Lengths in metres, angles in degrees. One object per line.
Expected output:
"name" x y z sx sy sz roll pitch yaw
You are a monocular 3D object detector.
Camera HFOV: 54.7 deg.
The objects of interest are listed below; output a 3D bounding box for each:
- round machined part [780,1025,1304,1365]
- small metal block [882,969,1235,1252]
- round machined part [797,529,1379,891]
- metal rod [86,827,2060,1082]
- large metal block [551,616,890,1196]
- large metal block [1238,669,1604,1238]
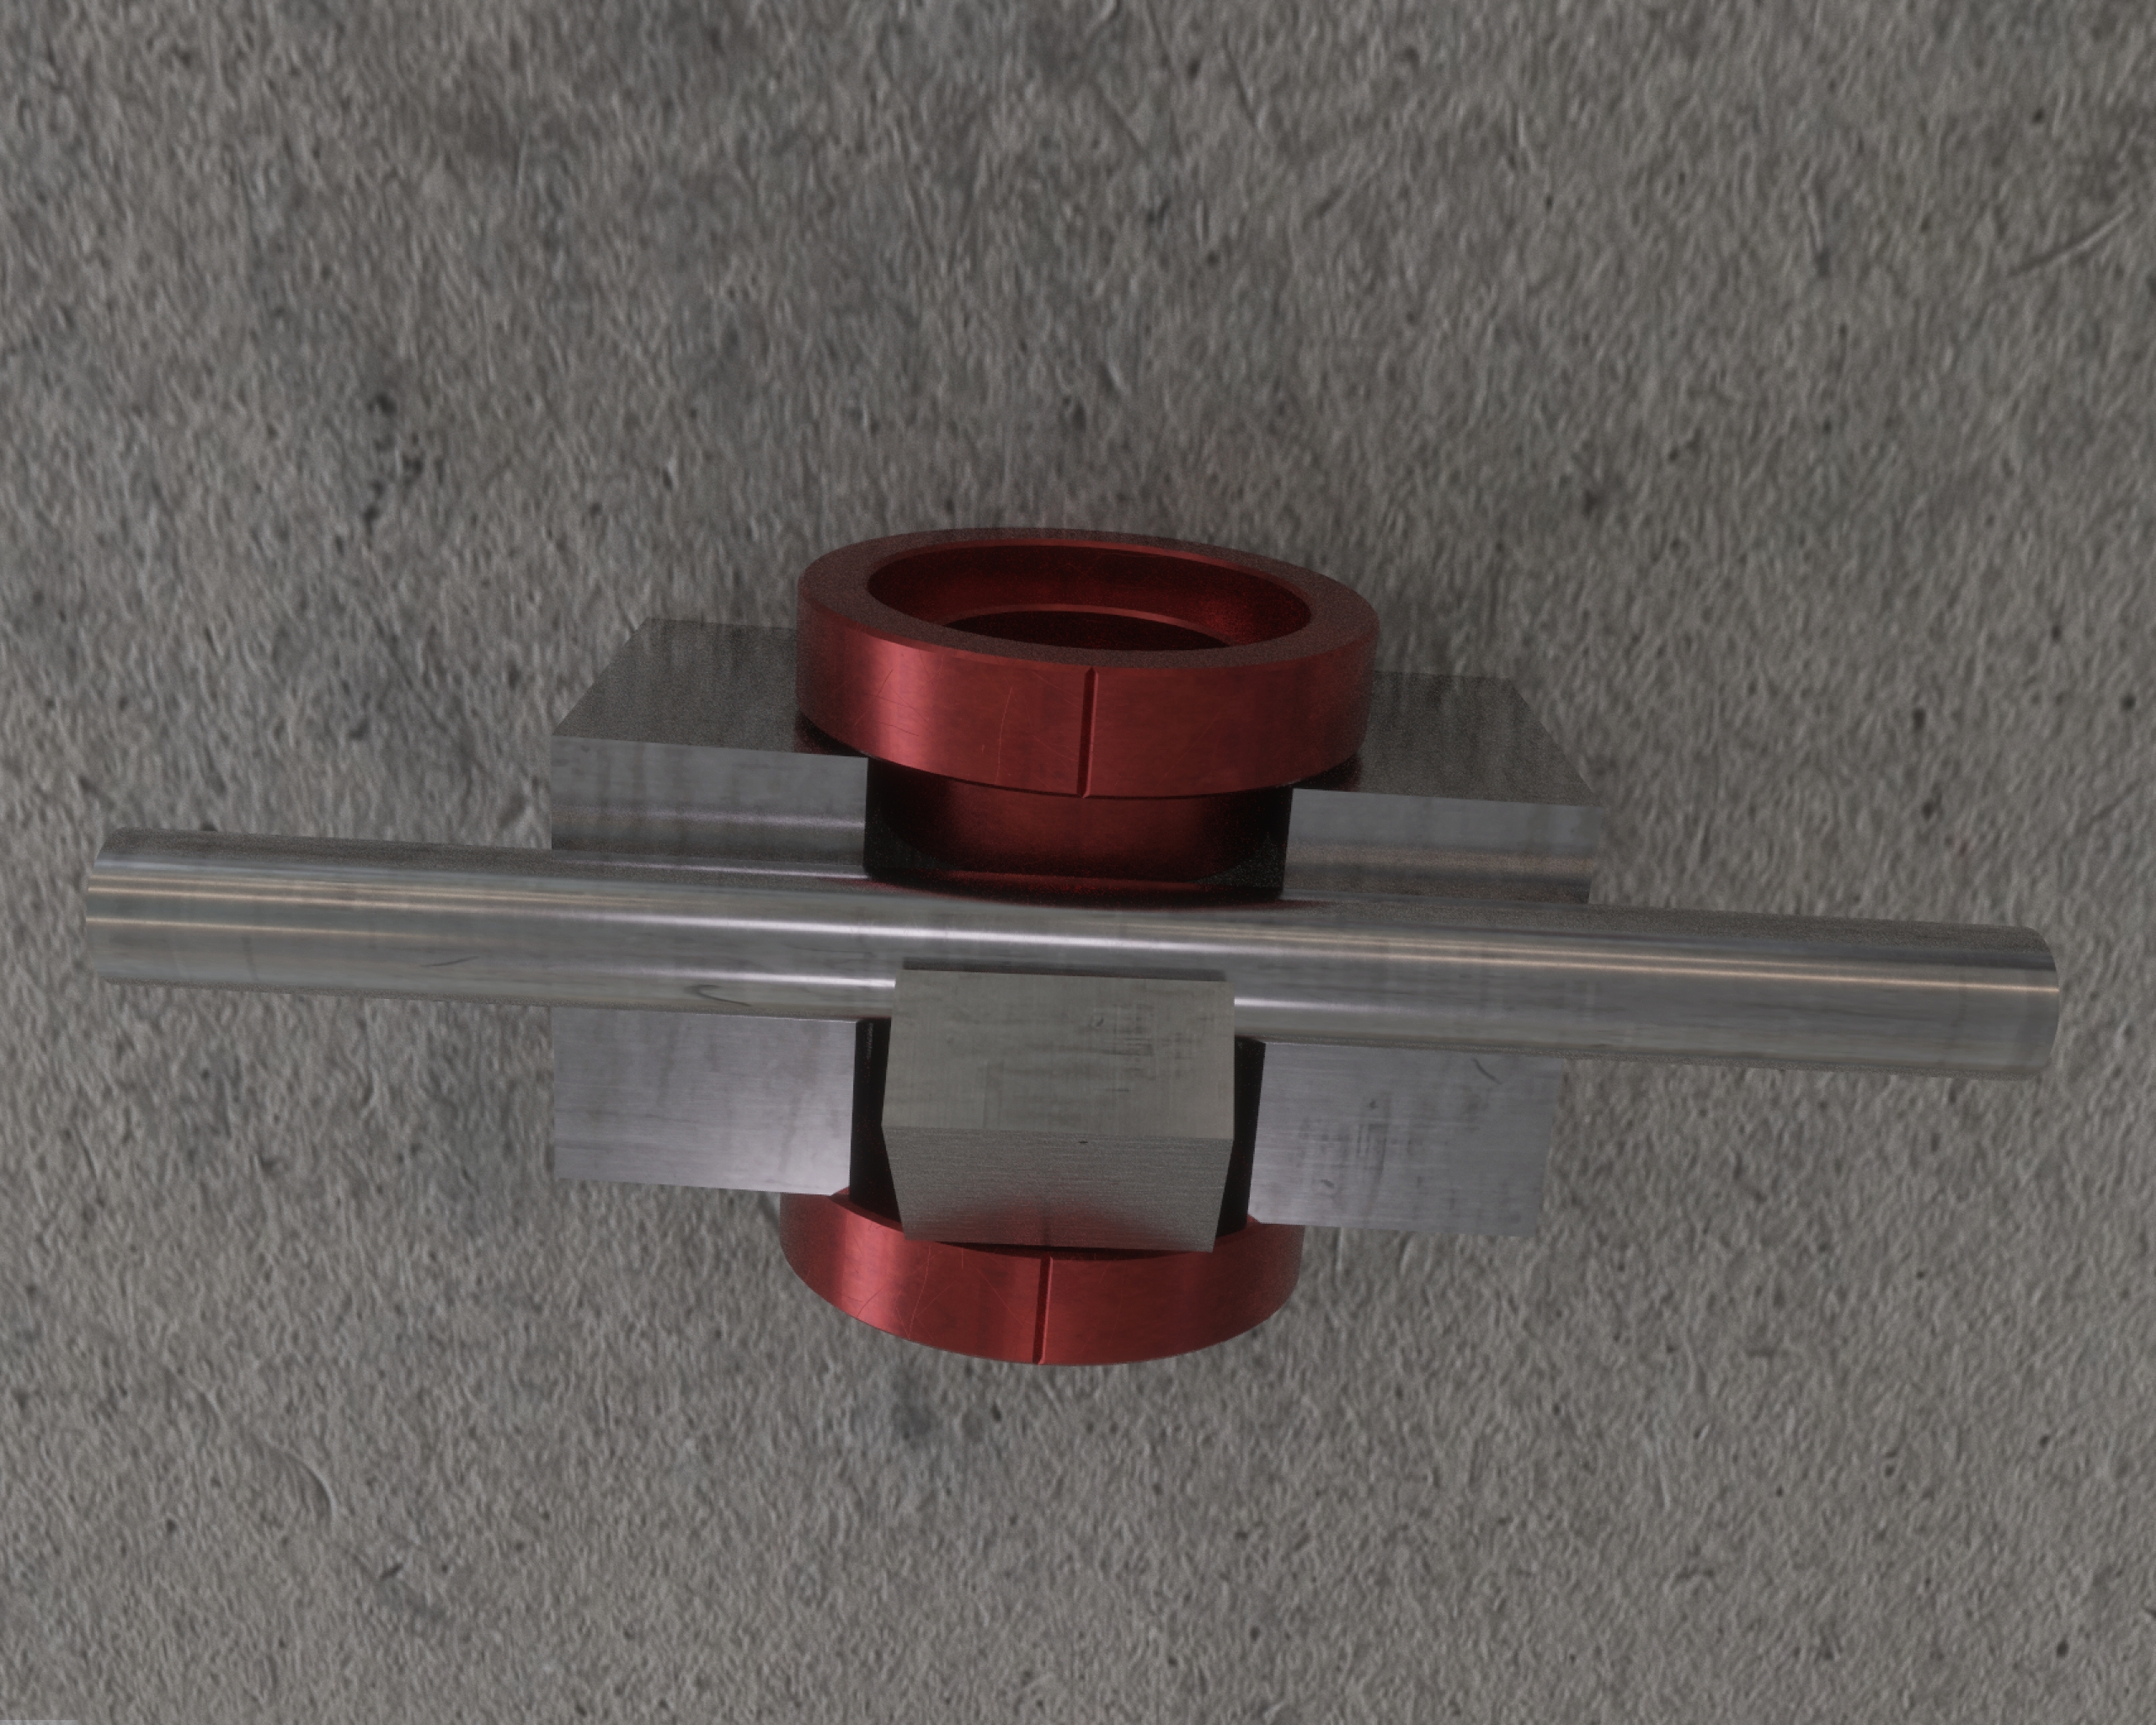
"round machined part" -0.005 0.051 0.391 0.099 0.098 0.042 4 105 -2
"small metal block" -0.002 0.040 0.326 0.050 0.025 0.050 2 151 1
"round machined part" 0.001 -0.027 0.362 0.099 0.098 0.042 4 111 -2
"metal rod" 0.001 0.015 0.331 0.302 0.025 0.025 3 110 -2
"large metal block" -0.062 0.005 0.383 0.050 0.080 0.079 4 110 -2
"large metal block" 0.057 0.013 0.387 0.050 0.080 0.079 4 110 -1
